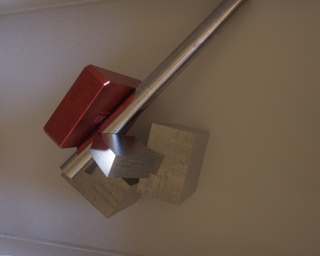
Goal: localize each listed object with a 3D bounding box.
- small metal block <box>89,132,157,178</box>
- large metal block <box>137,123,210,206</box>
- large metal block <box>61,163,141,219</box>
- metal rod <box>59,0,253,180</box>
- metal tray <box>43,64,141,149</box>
[{"bbox_3d":[-0.040,0.029,0.330,0.050,0.050,0.025,40,114,47],"label":"small metal block"},{"bbox_3d":[0.019,0.039,0.373,0.050,0.080,0.079,14,95,19],"label":"large metal block"},{"bbox_3d":[-0.064,0.062,0.403,0.080,0.080,0.050,38,102,15],"label":"large metal block"},{"bbox_3d":[0.000,-0.057,0.360,0.025,0.025,0.300,43,86,14],"label":"metal rod"},{"bbox_3d":[-0.066,-0.022,0.375,0.030,0.130,0.090,42,104,16],"label":"metal tray"}]
